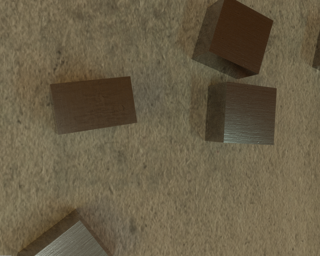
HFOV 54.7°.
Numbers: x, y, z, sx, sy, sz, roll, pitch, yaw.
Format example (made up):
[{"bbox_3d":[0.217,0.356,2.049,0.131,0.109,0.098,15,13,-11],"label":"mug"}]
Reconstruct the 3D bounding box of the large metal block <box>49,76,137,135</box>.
[{"bbox_3d":[-0.079,-0.024,0.351,0.081,0.080,0.050,-9,94,-20],"label":"large metal block"}]

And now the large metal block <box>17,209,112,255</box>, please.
[{"bbox_3d":[-0.105,0.156,0.358,0.080,0.050,0.080,-37,102,-16],"label":"large metal block"}]

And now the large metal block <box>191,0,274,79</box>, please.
[{"bbox_3d":[0.101,-0.123,0.434,0.081,0.050,0.080,19,84,-20],"label":"large metal block"}]

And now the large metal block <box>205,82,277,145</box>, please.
[{"bbox_3d":[0.114,-0.018,0.439,0.081,0.050,0.079,4,89,-20],"label":"large metal block"}]

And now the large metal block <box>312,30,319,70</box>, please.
[{"bbox_3d":[0.309,-0.130,0.512,0.081,0.050,0.080,16,85,-20],"label":"large metal block"}]
